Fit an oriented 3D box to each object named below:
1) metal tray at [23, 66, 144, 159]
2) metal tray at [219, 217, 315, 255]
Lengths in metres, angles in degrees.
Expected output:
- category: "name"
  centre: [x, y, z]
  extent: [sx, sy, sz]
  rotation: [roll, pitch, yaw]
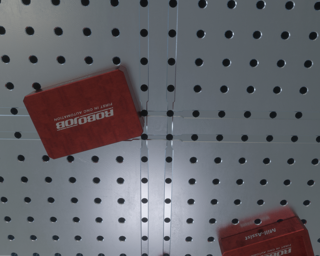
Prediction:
- category: "metal tray"
  centre: [-0.095, -0.019, 0.403]
  extent: [0.130, 0.030, 0.090]
  rotation: [-15, 110, 5]
- category: "metal tray"
  centre: [0.169, 0.201, 0.485]
  extent: [0.130, 0.030, 0.090]
  rotation: [-19, 109, 7]
